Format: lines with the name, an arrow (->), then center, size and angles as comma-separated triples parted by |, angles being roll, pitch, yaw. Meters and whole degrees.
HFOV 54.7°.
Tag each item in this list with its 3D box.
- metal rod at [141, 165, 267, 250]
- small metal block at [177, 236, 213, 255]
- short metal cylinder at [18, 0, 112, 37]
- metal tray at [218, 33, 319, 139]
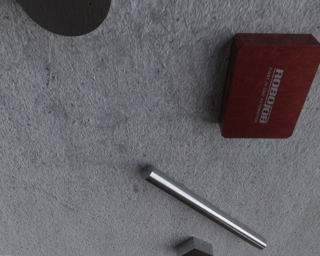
metal rod -> 0.088, 0.145, 0.531 | 0.301, 0.025, 0.025 | 36, 121, -27
small metal block -> 0.069, 0.246, 0.618 | 0.050, 0.025, 0.050 | 31, 123, -24
short metal cylinder -> -0.081, -0.131, 0.278 | 0.081, 0.050, 0.079 | 0, 130, 0
metal tray -> 0.124, -0.045, 0.368 | 0.091, 0.030, 0.129 | 0, 130, -1
